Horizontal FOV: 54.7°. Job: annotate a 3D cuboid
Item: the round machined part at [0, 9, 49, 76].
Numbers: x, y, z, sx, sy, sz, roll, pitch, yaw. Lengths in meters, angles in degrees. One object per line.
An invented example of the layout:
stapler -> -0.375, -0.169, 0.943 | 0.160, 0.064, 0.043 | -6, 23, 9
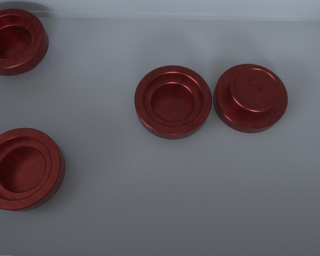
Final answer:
round machined part -> -0.208, -0.116, 0.441 | 0.099, 0.042, 0.098 | 0, 70, -1

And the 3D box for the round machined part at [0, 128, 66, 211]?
round machined part -> -0.165, 0.052, 0.379 | 0.099, 0.042, 0.098 | 0, 70, -1

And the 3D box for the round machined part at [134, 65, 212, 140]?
round machined part -> 0.017, -0.030, 0.412 | 0.099, 0.042, 0.098 | 0, 70, -1

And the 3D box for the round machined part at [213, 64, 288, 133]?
round machined part -> 0.124, -0.045, 0.419 | 0.099, 0.042, 0.098 | 0, 70, -1
